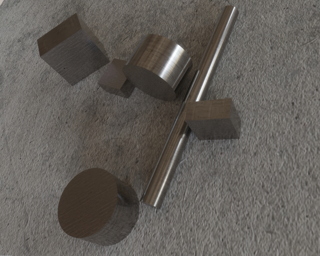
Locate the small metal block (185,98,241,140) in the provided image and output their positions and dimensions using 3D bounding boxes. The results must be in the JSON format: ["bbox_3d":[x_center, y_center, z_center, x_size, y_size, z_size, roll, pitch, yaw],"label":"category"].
[{"bbox_3d":[0.063,-0.009,0.360,0.050,0.050,0.025,-4,60,26],"label":"small metal block"}]

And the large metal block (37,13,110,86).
[{"bbox_3d":[-0.145,-0.131,0.525,0.080,0.080,0.050,-31,52,8],"label":"large metal block"}]

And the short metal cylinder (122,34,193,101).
[{"bbox_3d":[-0.003,-0.080,0.419,0.080,0.080,0.050,18,71,35],"label":"short metal cylinder"}]

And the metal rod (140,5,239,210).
[{"bbox_3d":[0.046,-0.041,0.404,0.025,0.025,0.300,11,67,33],"label":"metal rod"}]

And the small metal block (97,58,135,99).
[{"bbox_3d":[-0.061,-0.078,0.484,0.050,0.025,0.050,19,72,35],"label":"small metal block"}]

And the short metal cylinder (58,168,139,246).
[{"bbox_3d":[-0.072,0.094,0.368,0.080,0.050,0.080,-13,56,21],"label":"short metal cylinder"}]
